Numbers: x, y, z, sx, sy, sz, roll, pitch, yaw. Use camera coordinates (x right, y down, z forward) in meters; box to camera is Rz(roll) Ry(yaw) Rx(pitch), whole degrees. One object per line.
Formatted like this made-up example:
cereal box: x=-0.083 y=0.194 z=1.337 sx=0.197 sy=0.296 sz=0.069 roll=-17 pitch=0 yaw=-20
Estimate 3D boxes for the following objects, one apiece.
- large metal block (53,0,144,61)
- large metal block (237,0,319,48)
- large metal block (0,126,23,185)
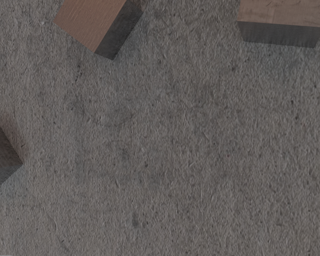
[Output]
large metal block: x=-0.084 y=-0.153 z=0.425 sx=0.080 sy=0.050 sz=0.080 roll=38 pitch=102 yaw=16
large metal block: x=0.132 y=-0.124 z=0.333 sx=0.080 sy=0.080 sz=0.050 roll=12 pitch=94 yaw=19
large metal block: x=-0.283 y=0.052 z=0.496 sx=0.080 sy=0.050 sz=0.080 roll=-40 pitch=78 yaw=15
